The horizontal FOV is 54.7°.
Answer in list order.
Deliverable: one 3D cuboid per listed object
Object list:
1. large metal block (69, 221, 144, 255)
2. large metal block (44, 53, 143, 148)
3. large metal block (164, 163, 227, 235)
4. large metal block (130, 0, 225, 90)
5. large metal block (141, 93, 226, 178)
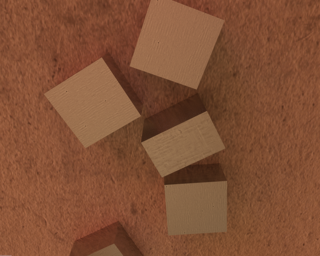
[{"bbox_3d":[-0.080,0.202,0.470,0.080,0.050,0.080,-27,108,9],"label":"large metal block"},{"bbox_3d":[-0.078,-0.035,0.382,0.080,0.050,0.080,-30,108,10],"label":"large metal block"},{"bbox_3d":[0.048,0.099,0.434,0.081,0.050,0.079,-4,110,1],"label":"large metal block"},{"bbox_3d":[0.017,-0.100,0.360,0.080,0.050,0.079,18,109,-7],"label":"large metal block"},{"bbox_3d":[0.026,0.006,0.383,0.080,0.080,0.050,-26,108,9],"label":"large metal block"}]
